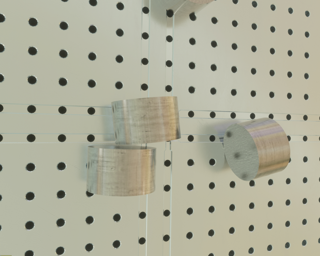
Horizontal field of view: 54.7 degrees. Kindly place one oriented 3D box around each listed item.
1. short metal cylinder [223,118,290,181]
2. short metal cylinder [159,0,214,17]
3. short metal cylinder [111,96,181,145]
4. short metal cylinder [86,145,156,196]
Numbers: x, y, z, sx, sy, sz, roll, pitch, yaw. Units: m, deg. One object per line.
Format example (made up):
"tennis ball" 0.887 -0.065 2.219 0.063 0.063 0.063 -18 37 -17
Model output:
"short metal cylinder" 0.132 0.029 0.432 0.050 0.080 0.080 -12 94 -20
"short metal cylinder" 0.039 -0.197 0.413 0.081 0.050 0.079 0 90 -20
"short metal cylinder" -0.017 -0.010 0.377 0.081 0.080 0.050 -6 92 -20
"short metal cylinder" -0.045 0.047 0.367 0.081 0.080 0.050 2 90 -20
